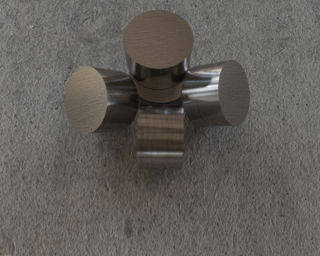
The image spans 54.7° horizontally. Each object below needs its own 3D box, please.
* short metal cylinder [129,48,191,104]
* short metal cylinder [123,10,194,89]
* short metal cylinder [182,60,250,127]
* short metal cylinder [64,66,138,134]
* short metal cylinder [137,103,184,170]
[{"bbox_3d":[0.000,-0.060,0.418,0.081,0.050,0.080,0,70,0],"label":"short metal cylinder"},{"bbox_3d":[-0.002,-0.094,0.377,0.081,0.050,0.080,0,70,0],"label":"short metal cylinder"},{"bbox_3d":[0.072,-0.042,0.390,0.050,0.080,0.080,-2,64,41],"label":"short metal cylinder"},{"bbox_3d":[-0.074,-0.034,0.386,0.080,0.050,0.079,2,93,38],"label":"short metal cylinder"},{"bbox_3d":[0.001,0.010,0.375,0.050,0.080,0.080,2,70,0],"label":"short metal cylinder"}]
